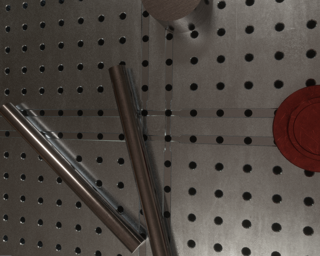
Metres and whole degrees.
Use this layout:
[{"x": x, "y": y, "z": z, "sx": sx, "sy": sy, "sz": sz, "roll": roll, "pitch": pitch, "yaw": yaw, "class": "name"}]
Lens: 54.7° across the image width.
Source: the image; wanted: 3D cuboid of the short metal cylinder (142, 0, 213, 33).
[{"x": 0.023, "y": -0.167, "z": 0.391, "sx": 0.080, "sy": 0.050, "sz": 0.079, "roll": 0, "pitch": 90, "yaw": 19, "class": "short metal cylinder"}]

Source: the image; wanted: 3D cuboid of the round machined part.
[{"x": 0.176, "y": 0.001, "z": 0.342, "sx": 0.098, "sy": 0.042, "sz": 0.097, "roll": 0, "pitch": 90, "yaw": 19, "class": "round machined part"}]

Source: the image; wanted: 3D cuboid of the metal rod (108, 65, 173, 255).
[{"x": -0.024, "y": 0.060, "z": 0.419, "sx": 0.025, "sy": 0.025, "sz": 0.298, "roll": -16, "pitch": 85, "yaw": 19, "class": "metal rod"}]

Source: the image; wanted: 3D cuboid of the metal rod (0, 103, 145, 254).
[{"x": -0.138, "y": 0.065, "z": 0.459, "sx": 0.300, "sy": 0.025, "sz": 0.025, "roll": 42, "pitch": 103, "yaw": 15, "class": "metal rod"}]
